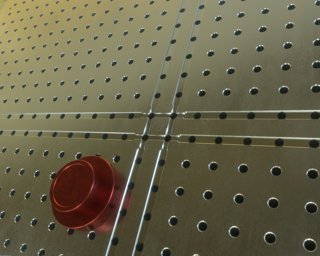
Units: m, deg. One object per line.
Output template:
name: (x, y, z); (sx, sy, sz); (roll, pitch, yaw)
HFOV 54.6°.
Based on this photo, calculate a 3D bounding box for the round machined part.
round machined part: (-0.102, 0.080, 0.403); (0.098, 0.042, 0.098); (-13, 56, 21)
